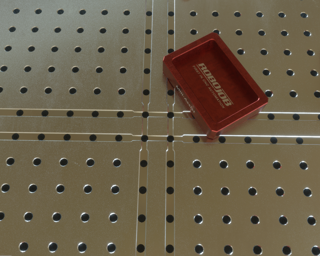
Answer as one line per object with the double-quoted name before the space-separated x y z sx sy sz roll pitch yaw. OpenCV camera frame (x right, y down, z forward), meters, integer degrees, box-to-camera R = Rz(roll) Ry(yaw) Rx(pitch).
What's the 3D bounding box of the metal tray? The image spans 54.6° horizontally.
"metal tray" 0.074 -0.061 0.431 0.090 0.030 0.130 -29 73 -10
